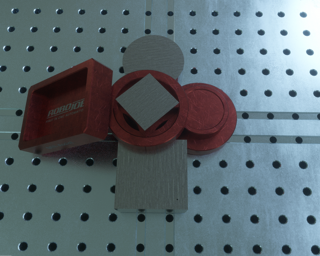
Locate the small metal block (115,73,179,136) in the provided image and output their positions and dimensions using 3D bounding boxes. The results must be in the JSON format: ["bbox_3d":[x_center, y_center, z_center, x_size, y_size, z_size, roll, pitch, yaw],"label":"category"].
[{"bbox_3d":[-0.014,-0.026,0.355,0.050,0.025,0.050,-40,75,-13],"label":"small metal block"}]

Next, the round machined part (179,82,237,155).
[{"bbox_3d":[0.052,-0.017,0.408,0.099,0.042,0.098,0,70,0],"label":"round machined part"}]

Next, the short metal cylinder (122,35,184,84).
[{"bbox_3d":[-0.009,-0.079,0.427,0.081,0.050,0.080,0,70,0],"label":"short metal cylinder"}]

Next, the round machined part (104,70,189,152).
[{"bbox_3d":[-0.016,-0.018,0.378,0.099,0.042,0.098,0,70,0],"label":"round machined part"}]

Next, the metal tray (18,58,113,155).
[{"bbox_3d":[-0.117,-0.022,0.378,0.130,0.030,0.090,-13,66,34],"label":"metal tray"}]

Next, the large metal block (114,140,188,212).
[{"bbox_3d":[-0.009,0.059,0.374,0.080,0.050,0.080,1,70,0],"label":"large metal block"}]
